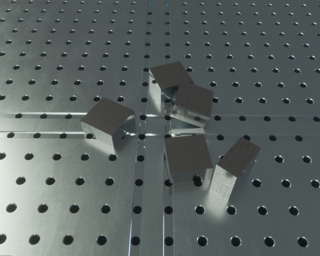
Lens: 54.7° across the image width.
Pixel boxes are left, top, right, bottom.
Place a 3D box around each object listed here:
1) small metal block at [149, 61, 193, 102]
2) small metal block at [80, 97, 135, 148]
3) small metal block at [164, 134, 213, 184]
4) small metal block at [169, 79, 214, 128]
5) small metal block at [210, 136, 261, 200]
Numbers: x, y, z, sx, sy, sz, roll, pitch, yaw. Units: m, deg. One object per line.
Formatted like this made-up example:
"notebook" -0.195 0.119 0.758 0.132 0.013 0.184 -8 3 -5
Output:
"small metal block" 0.016 -0.071 0.468 0.050 0.025 0.050 -16 52 -14
"small metal block" -0.069 -0.009 0.414 0.050 0.025 0.050 25 54 19
"small metal block" 0.033 0.037 0.377 0.050 0.025 0.050 -5 50 -5
"small metal block" 0.044 -0.034 0.428 0.050 0.025 0.050 19 51 -7
"small metal block" 0.086 0.046 0.354 0.025 0.050 0.050 34 57 24
